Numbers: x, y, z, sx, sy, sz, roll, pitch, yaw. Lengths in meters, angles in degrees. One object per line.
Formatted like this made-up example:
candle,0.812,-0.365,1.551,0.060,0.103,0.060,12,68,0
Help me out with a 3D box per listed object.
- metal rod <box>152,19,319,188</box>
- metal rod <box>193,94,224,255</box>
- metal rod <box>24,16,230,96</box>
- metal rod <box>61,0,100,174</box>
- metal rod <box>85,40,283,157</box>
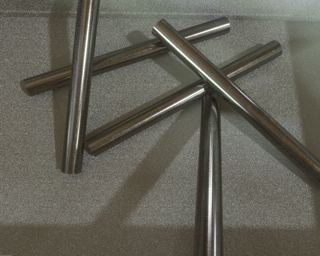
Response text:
metal rod,0.105,-0.033,0.401,0.300,0.025,0.025,44,76,6
metal rod,0.050,0.059,0.312,0.025,0.025,0.300,8,41,3
metal rod,-0.041,-0.106,0.447,0.302,0.025,0.025,-19,71,-7
metal rod,-0.092,-0.092,0.375,0.025,0.025,0.298,8,96,3
metal rod,0.040,-0.045,0.426,0.302,0.025,0.025,-29,73,-10
